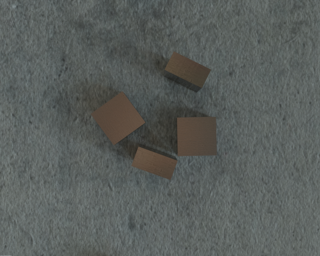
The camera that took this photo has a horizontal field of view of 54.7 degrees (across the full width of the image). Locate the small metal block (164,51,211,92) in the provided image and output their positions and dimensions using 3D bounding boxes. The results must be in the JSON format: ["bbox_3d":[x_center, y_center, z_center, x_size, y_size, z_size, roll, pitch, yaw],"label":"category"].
[{"bbox_3d":[0.034,-0.070,0.398,0.050,0.050,0.025,26,90,-1],"label":"small metal block"}]

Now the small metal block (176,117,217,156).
[{"bbox_3d":[0.048,0.011,0.411,0.050,0.025,0.050,-1,90,-1],"label":"small metal block"}]

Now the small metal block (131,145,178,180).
[{"bbox_3d":[-0.007,0.042,0.397,0.050,0.050,0.025,20,90,-1],"label":"small metal block"}]

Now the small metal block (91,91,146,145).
[{"bbox_3d":[-0.054,-0.013,0.409,0.050,0.025,0.050,-36,90,0],"label":"small metal block"}]
